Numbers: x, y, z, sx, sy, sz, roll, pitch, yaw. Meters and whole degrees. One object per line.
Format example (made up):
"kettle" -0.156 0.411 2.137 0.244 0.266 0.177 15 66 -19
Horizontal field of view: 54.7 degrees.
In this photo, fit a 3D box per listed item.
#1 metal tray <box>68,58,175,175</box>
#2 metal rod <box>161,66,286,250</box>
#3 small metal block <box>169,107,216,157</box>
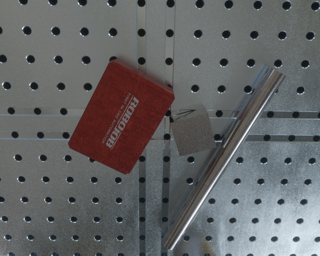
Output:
"metal tray" -0.051 -0.013 0.405 0.090 0.030 0.129 28 107 -10
"metal rod" 0.080 0.054 0.434 0.025 0.025 0.298 25 108 -9
"small metal block" 0.044 0.005 0.416 0.050 0.025 0.050 -15 110 5
